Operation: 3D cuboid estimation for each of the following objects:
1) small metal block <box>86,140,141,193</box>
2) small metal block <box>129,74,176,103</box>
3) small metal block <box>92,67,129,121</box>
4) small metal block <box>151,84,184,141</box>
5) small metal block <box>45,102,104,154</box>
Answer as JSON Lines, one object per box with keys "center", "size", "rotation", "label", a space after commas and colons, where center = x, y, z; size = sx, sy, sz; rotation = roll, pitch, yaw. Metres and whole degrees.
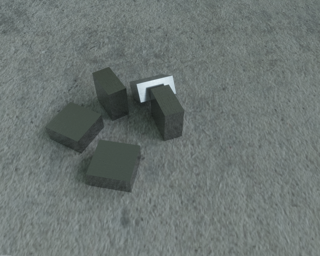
{"center": [-0.053, 0.044, 0.365], "size": [0.050, 0.025, 0.050], "rotation": [8, 50, 6], "label": "small metal block"}
{"center": [-0.011, -0.057, 0.435], "size": [0.050, 0.025, 0.050], "rotation": [-16, 16, -13], "label": "small metal block"}
{"center": [-0.067, -0.047, 0.425], "size": [0.025, 0.050, 0.050], "rotation": [-25, 55, -20], "label": "small metal block"}
{"center": [0.009, -0.020, 0.404], "size": [0.025, 0.050, 0.050], "rotation": [-16, 52, -13], "label": "small metal block"}
{"center": [-0.110, -0.001, 0.403], "size": [0.050, 0.025, 0.050], "rotation": [22, 53, 17], "label": "small metal block"}
